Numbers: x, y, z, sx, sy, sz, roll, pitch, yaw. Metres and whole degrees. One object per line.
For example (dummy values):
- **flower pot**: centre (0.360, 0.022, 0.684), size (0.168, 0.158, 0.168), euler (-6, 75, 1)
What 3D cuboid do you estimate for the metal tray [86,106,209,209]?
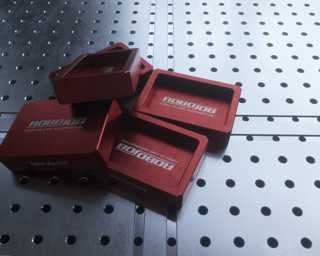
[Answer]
- **metal tray**: centre (-0.017, 0.031, 0.377), size (0.130, 0.030, 0.090), euler (20, 53, 16)

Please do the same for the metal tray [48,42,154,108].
- **metal tray**: centre (-0.085, -0.074, 0.465), size (0.131, 0.030, 0.090), euler (-32, 56, -24)

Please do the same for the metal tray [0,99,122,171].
- **metal tray**: centre (-0.120, 0.005, 0.377), size (0.130, 0.030, 0.090), euler (-4, 49, 15)

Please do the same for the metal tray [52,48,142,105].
- **metal tray**: centre (-0.075, -0.073, 0.410), size (0.090, 0.030, 0.130), euler (-6, 26, 5)

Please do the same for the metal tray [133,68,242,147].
- **metal tray**: centre (0.039, -0.032, 0.430), size (0.130, 0.030, 0.090), euler (14, 52, 11)
